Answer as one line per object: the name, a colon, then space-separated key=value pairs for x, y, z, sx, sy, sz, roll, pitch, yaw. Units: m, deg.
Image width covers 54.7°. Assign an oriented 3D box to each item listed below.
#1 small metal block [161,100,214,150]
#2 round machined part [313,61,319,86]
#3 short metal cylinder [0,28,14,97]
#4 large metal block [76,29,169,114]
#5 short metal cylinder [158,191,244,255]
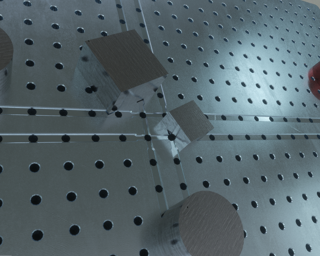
small metal block: x=0.039 y=-0.005 z=0.432 sx=0.050 sy=0.025 sz=0.050 roll=-27 pitch=77 yaw=-37
round machined part: x=0.389 y=-0.114 z=0.676 sx=0.099 sy=0.042 sz=0.098 roll=14 pitch=56 yaw=-21
short metal cylinder: x=-0.201 y=-0.071 z=0.327 sx=0.081 sy=0.050 sz=0.080 roll=14 pitch=56 yaw=-21
large metal block: x=-0.050 y=-0.077 z=0.412 sx=0.081 sy=0.050 sz=0.080 roll=-28 pitch=77 yaw=-37
short metal cylinder: x=0.045 y=0.116 z=0.345 sx=0.081 sy=0.050 sz=0.080 roll=14 pitch=56 yaw=-21
